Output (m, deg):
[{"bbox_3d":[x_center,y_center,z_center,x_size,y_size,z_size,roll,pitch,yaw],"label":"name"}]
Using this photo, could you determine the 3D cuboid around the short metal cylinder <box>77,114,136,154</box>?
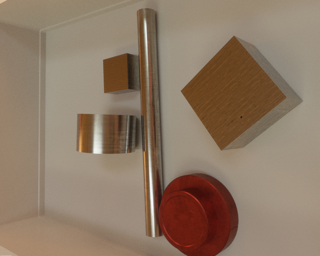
[{"bbox_3d":[-0.074,0.006,0.430,0.080,0.081,0.050,3,92,39],"label":"short metal cylinder"}]

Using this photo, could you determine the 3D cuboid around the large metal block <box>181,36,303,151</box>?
[{"bbox_3d":[0.082,-0.033,0.322,0.080,0.050,0.080,-45,63,30],"label":"large metal block"}]

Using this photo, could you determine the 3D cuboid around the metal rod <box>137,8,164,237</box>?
[{"bbox_3d":[-0.013,-0.009,0.415,0.025,0.025,0.298,-4,87,39],"label":"metal rod"}]

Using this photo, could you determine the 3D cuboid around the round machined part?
[{"bbox_3d":[0.037,0.104,0.363,0.098,0.042,0.097,0,90,39],"label":"round machined part"}]

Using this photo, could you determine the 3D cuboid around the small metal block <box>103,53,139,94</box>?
[{"bbox_3d":[-0.056,-0.077,0.451,0.050,0.025,0.050,-3,88,39],"label":"small metal block"}]
